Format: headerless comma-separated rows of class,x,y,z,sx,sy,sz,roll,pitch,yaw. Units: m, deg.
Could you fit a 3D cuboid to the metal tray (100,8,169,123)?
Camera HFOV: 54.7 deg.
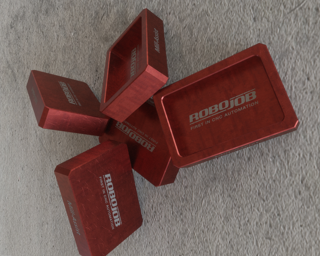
metal tray,-0.034,-0.081,0.391,0.090,0.030,0.130,-38,38,33

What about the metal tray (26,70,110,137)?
metal tray,-0.138,-0.038,0.455,0.130,0.091,0.030,48,120,48

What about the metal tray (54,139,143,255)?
metal tray,-0.073,0.091,0.396,0.030,0.091,0.129,7,115,40

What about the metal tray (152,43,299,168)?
metal tray,0.065,-0.019,0.327,0.130,0.030,0.090,-23,75,22

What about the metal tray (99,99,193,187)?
metal tray,-0.023,0.008,0.420,0.130,0.030,0.089,32,110,35
